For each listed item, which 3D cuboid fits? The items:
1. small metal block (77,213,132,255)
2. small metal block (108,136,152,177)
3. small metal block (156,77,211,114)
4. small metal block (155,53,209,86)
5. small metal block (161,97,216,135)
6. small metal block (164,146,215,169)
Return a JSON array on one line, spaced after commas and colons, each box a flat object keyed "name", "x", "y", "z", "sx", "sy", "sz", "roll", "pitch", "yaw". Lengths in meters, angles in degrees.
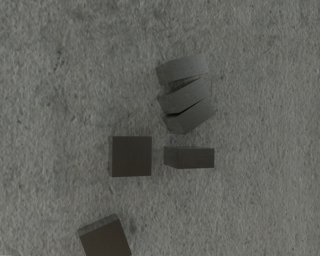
[{"name": "small metal block", "x": -0.069, "y": 0.142, "z": 0.385, "sx": 0.050, "sy": 0.025, "sz": 0.050, "roll": -20, "pitch": 97, "yaw": -19}, {"name": "small metal block", "x": -0.039, "y": 0.035, "z": 0.396, "sx": 0.050, "sy": 0.025, "sz": 0.050, "roll": 1, "pitch": 90, "yaw": -21}, {"name": "small metal block", "x": 0.030, "y": -0.042, "z": 0.408, "sx": 0.050, "sy": 0.050, "sz": 0.025, "roll": -30, "pitch": 100, "yaw": -18}, {"name": "small metal block", "x": 0.028, "y": -0.076, "z": 0.407, "sx": 0.050, "sy": 0.050, "sz": 0.025, "roll": -17, "pitch": 96, "yaw": -20}, {"name": "small metal block", "x": 0.037, "y": -0.016, "z": 0.411, "sx": 0.050, "sy": 0.050, "sz": 0.025, "roll": -34, "pitch": 102, "yaw": -17}, {"name": "small metal block", "x": 0.037, "y": 0.038, "z": 0.411, "sx": 0.050, "sy": 0.050, "sz": 0.025, "roll": 1, "pitch": 90, "yaw": -20}]
